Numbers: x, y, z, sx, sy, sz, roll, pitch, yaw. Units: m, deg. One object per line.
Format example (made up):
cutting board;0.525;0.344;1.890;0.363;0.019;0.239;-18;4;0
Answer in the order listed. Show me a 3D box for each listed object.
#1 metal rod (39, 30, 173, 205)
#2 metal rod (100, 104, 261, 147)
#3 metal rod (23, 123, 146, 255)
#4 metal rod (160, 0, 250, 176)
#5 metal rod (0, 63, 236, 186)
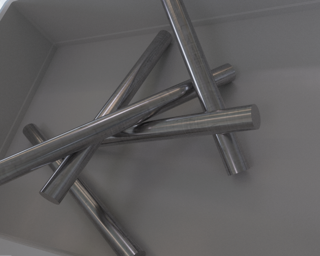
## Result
metal rod;-0.055;-0.035;0.411;0.025;0.025;0.301;7;51;31
metal rod;-0.029;0.006;0.383;0.300;0.025;0.025;-8;58;36
metal rod;-0.121;0.073;0.424;0.025;0.025;0.300;-49;52;-6
metal rod;0.037;-0.090;0.365;0.025;0.025;0.299;-22;78;15
metal rod;-0.040;-0.012;0.361;0.302;0.025;0.025;-25;49;-17
